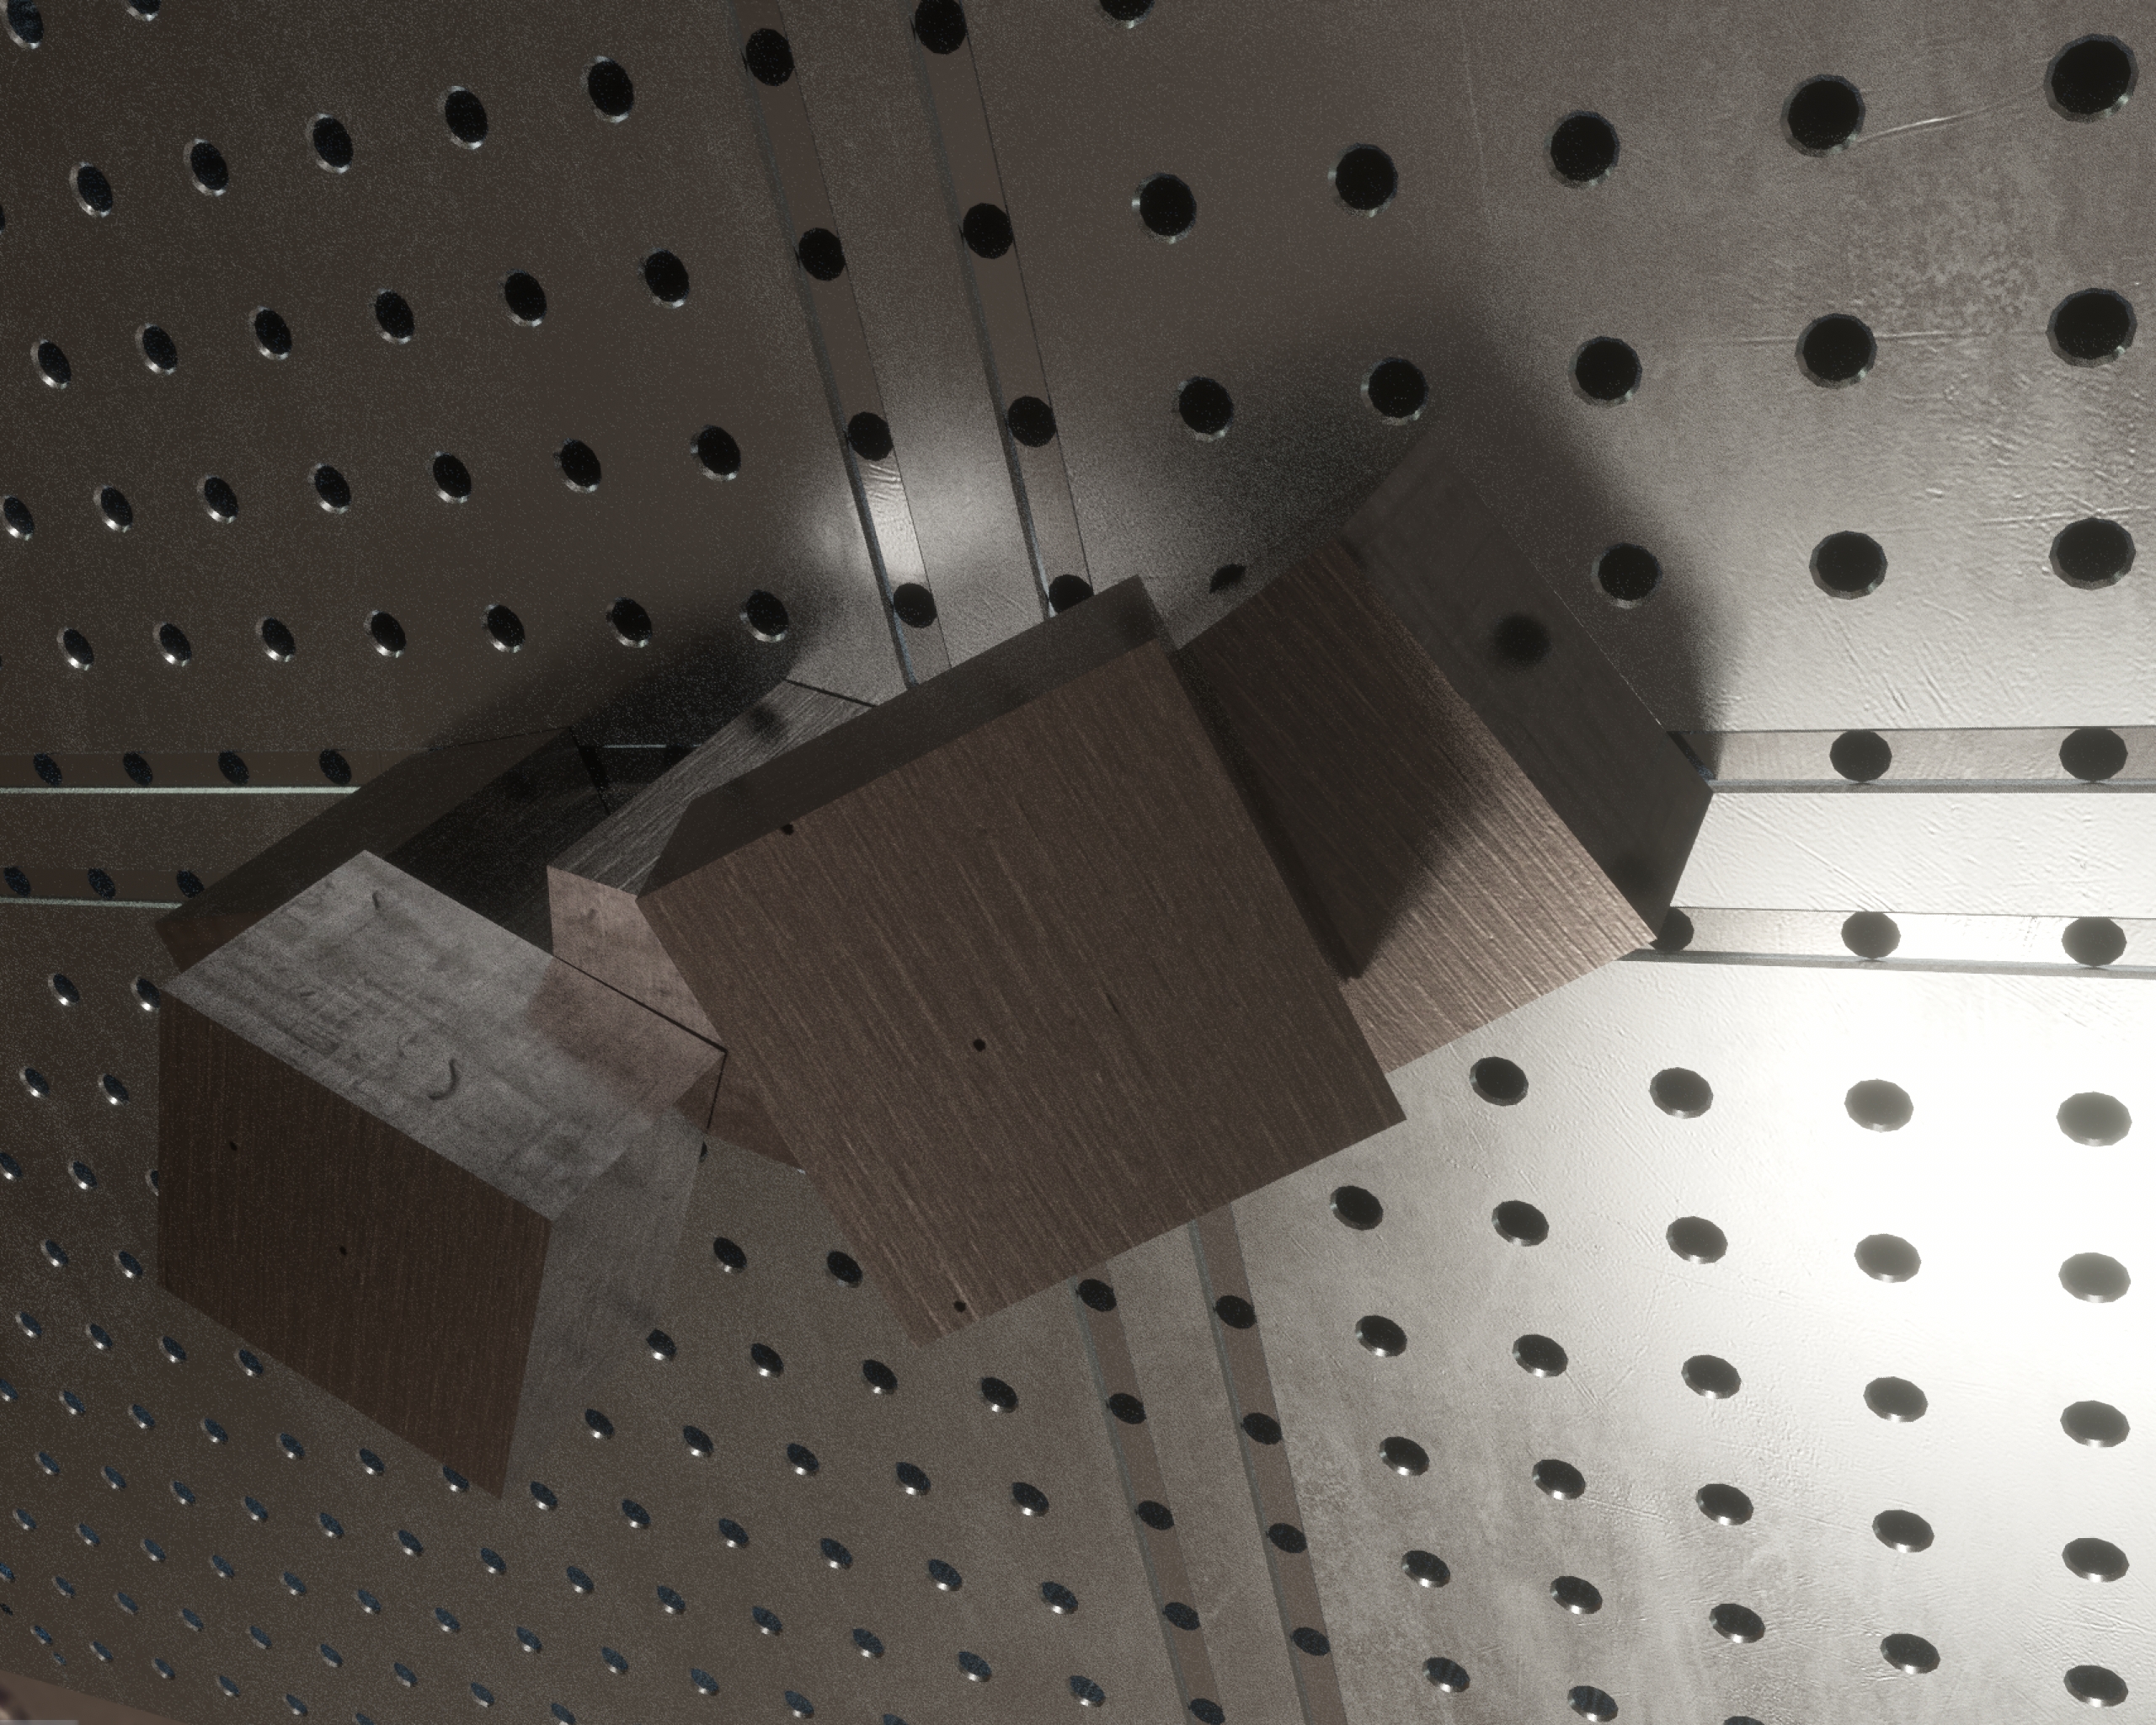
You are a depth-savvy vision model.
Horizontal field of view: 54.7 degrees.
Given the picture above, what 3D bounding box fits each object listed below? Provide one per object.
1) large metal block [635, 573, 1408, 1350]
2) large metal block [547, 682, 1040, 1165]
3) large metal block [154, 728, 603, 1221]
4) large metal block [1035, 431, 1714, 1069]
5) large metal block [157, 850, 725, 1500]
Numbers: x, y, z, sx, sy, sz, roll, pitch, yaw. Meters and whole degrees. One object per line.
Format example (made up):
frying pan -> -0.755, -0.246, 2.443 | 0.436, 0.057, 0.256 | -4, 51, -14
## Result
large metal block -> -0.007, 0.014, 0.317 | 0.080, 0.050, 0.080 | -27, 106, 7
large metal block -> -0.043, 0.013, 0.404 | 0.080, 0.080, 0.050 | 17, 125, 18
large metal block -> -0.139, 0.026, 0.462 | 0.050, 0.080, 0.080 | -6, 115, 31
large metal block -> 0.048, -0.013, 0.361 | 0.080, 0.050, 0.080 | -34, 100, 38
large metal block -> -0.120, 0.058, 0.387 | 0.080, 0.050, 0.079 | 28, 128, 11
